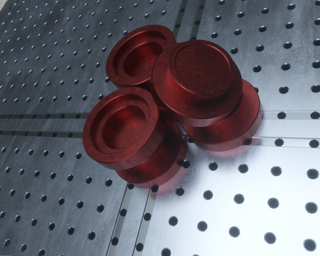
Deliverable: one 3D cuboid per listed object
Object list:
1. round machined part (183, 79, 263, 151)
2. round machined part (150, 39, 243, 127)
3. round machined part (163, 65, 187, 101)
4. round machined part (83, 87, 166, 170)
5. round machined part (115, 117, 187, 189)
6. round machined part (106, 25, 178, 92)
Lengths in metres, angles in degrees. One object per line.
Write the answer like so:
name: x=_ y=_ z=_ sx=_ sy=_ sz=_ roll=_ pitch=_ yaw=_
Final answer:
round machined part: x=0.071 y=-0.024 z=0.376 sx=0.098 sy=0.042 sz=0.098 roll=-13 pitch=56 yaw=21
round machined part: x=0.040 y=-0.054 z=0.328 sx=0.099 sy=0.042 sz=0.098 roll=3 pitch=65 yaw=-6
round machined part: x=0.002 y=-0.063 z=0.437 sx=0.098 sy=0.042 sz=0.098 roll=-13 pitch=56 yaw=21
round machined part: x=-0.037 y=0.004 z=0.361 sx=0.098 sy=0.042 sz=0.098 roll=-13 pitch=56 yaw=21
round machined part: x=-0.019 y=0.024 z=0.395 sx=0.098 sy=0.042 sz=0.098 roll=-13 pitch=56 yaw=21
round machined part: x=-0.018 y=-0.083 z=0.404 sx=0.098 sy=0.042 sz=0.098 roll=-13 pitch=56 yaw=21
